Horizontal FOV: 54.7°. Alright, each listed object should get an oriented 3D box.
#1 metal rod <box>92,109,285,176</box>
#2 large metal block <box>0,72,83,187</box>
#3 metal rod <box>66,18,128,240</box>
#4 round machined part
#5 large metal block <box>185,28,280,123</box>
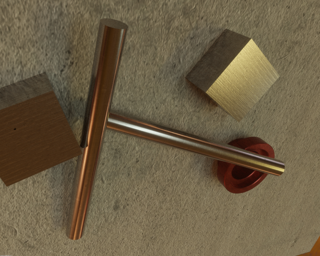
[{"bbox_3d":[0.050,0.022,0.415,0.302,0.025,0.025,17,110,-24],"label":"metal rod"},{"bbox_3d":[-0.137,0.000,0.317,0.081,0.050,0.080,-24,128,-14],"label":"large metal block"},{"bbox_3d":[-0.080,0.027,0.354,0.025,0.025,0.298,-2,128,-28],"label":"metal rod"},{"bbox_3d":[0.134,0.056,0.506,0.099,0.042,0.097,-14,125,-21],"label":"round machined part"},{"bbox_3d":[0.095,-0.067,0.403,0.080,0.050,0.080,34,99,-39],"label":"large metal block"}]
